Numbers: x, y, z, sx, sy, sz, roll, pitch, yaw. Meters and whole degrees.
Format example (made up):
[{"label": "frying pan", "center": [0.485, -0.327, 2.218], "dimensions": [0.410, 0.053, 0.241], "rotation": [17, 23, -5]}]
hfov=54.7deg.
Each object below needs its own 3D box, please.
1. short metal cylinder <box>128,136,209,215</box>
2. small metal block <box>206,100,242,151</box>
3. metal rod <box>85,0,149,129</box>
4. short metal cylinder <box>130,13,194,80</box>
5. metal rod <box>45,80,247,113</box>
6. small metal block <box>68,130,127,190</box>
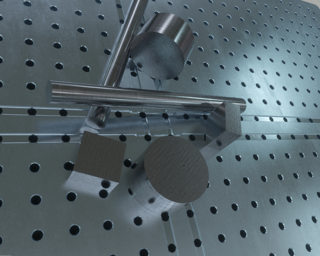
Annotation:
[{"label": "short metal cylinder", "center": [0.009, 0.056, 0.363], "dimensions": [0.081, 0.050, 0.080], "rotation": [14, 56, -21]}, {"label": "small metal block", "center": [0.089, -0.003, 0.442], "dimensions": [0.025, 0.050, 0.050], "rotation": [19, 55, -18]}, {"label": "metal rod", "center": [-0.051, -0.125, 0.456], "dimensions": [0.025, 0.025, 0.300], "rotation": [23, 53, -15]}, {"label": "short metal cylinder", "center": [0.004, -0.116, 0.446], "dimensions": [0.080, 0.080, 0.050], "rotation": [31, 52, -8]}, {"label": "metal rod", "center": [0.007, -0.037, 0.412], "dimensions": [0.302, 0.025, 0.025], "rotation": [0, 62, -36]}, {"label": "small metal block", "center": [-0.069, 0.037, 0.348], "dimensions": [0.050, 0.025, 0.050], "rotation": [19, 54, -17]}]
